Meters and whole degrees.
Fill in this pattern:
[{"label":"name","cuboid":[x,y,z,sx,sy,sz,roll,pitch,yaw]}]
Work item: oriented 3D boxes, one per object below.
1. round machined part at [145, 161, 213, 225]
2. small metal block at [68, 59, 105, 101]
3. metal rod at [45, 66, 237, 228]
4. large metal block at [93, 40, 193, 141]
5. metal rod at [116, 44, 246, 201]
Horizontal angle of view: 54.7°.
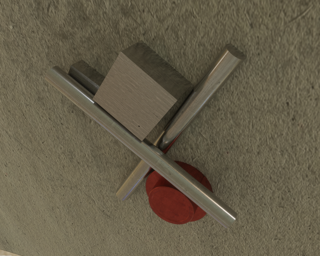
[{"label":"round machined part","cuboid":[0.023,0.099,0.444,0.098,0.042,0.097,13,124,20]},{"label":"small metal block","cuboid":[-0.101,-0.057,0.426,0.050,0.025,0.050,37,129,3]},{"label":"metal rod","cuboid":[-0.025,0.024,0.402,0.300,0.025,0.025,39,129,1]},{"label":"large metal block","cuboid":[-0.022,-0.045,0.376,0.080,0.050,0.080,41,129,0]},{"label":"metal rod","cuboid":[0.009,0.014,0.413,0.025,0.025,0.298,38,129,2]}]
